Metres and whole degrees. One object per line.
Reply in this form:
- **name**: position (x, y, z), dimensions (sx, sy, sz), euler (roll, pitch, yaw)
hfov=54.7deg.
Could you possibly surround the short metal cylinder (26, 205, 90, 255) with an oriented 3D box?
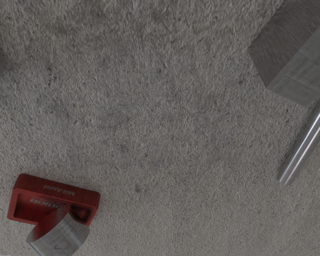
- **short metal cylinder**: position (-0.159, 0.166, 0.486), dimensions (0.080, 0.080, 0.050), euler (-28, 105, 22)

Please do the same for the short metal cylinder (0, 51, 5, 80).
- **short metal cylinder**: position (-0.210, -0.059, 0.319), dimensions (0.080, 0.080, 0.050), euler (26, 126, -20)

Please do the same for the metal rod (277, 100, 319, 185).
- **metal rod**: position (0.212, -0.034, 0.379), dimensions (0.025, 0.025, 0.298), euler (6, 130, -5)

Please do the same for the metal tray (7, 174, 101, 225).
- **metal tray**: position (-0.175, 0.129, 0.511), dimensions (0.131, 0.030, 0.089), euler (18, 128, -15)

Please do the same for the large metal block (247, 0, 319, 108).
- **large metal block**: position (0.139, -0.081, 0.303), dimensions (0.050, 0.080, 0.080), euler (21, 127, -17)
